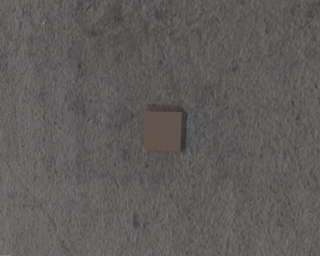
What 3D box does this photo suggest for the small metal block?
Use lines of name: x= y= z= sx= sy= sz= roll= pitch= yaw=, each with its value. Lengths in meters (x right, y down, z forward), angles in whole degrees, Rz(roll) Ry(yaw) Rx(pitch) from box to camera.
small metal block: x=0.007 y=0.004 z=0.407 sx=0.050 sy=0.025 sz=0.050 roll=2 pitch=91 yaw=20
